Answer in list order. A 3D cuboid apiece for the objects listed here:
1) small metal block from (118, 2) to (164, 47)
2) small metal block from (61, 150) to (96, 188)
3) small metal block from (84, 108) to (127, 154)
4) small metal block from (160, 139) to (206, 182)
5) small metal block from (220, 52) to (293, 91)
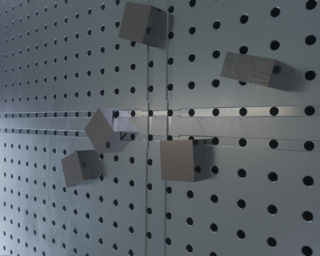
[{"bbox_3d":[-0.027,-0.145,0.433,0.050,0.025,0.050,26,106,37],"label":"small metal block"},{"bbox_3d":[-0.139,0.069,0.526,0.050,0.025,0.050,-26,74,37],"label":"small metal block"},{"bbox_3d":[-0.086,0.004,0.482,0.050,0.025,0.050,-51,60,28],"label":"small metal block"},{"bbox_3d":[0.028,0.040,0.387,0.050,0.025,0.050,-4,88,40],"label":"small metal block"},{"bbox_3d":[0.098,-0.057,0.313,0.050,0.050,0.025,21,104,38],"label":"small metal block"}]
